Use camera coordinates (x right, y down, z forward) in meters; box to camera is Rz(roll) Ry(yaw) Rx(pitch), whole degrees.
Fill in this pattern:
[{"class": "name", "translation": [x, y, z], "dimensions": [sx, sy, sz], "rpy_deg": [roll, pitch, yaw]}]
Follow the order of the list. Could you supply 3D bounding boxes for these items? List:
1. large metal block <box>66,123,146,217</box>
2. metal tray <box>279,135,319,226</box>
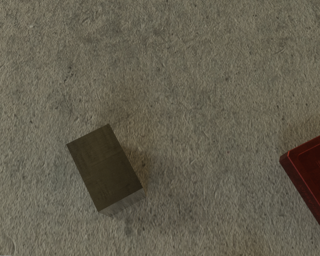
[{"class": "large metal block", "translation": [-0.059, 0.052, 0.359], "dimensions": [0.050, 0.080, 0.080], "rpy_deg": [-27, 73, -10]}, {"class": "metal tray", "translation": [0.223, 0.071, 0.382], "dimensions": [0.091, 0.030, 0.130], "rpy_deg": [-25, 72, -9]}]
